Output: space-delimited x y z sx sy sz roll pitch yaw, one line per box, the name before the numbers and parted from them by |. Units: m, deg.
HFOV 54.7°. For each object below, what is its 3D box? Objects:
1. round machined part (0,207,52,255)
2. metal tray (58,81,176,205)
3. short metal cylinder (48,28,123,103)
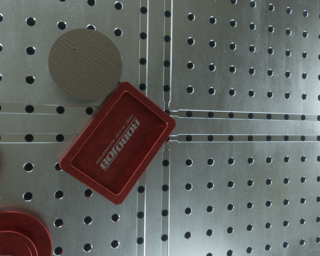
round machined part | -0.171 0.141 0.341 0.099 0.042 0.097 0 90 -21
metal tray | -0.052 0.018 0.391 0.090 0.030 0.130 39 77 -16
short metal cylinder | -0.090 -0.071 0.367 0.081 0.050 0.079 0 90 -21
